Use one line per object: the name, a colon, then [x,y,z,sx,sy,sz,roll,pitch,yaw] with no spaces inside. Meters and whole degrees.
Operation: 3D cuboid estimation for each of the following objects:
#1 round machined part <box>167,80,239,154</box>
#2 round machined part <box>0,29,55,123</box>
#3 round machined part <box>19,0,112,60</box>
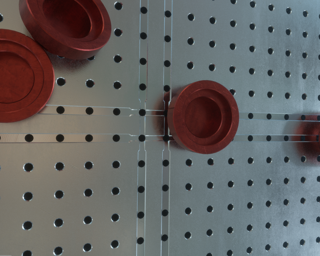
round machined part: [0.055,-0.014,0.425,0.099,0.042,0.097,0,90,-21]
round machined part: [-0.168,-0.055,0.340,0.099,0.042,0.097,-1,92,-19]
round machined part: [-0.108,-0.120,0.350,0.099,0.042,0.098,20,57,-35]
